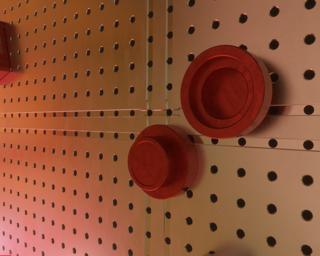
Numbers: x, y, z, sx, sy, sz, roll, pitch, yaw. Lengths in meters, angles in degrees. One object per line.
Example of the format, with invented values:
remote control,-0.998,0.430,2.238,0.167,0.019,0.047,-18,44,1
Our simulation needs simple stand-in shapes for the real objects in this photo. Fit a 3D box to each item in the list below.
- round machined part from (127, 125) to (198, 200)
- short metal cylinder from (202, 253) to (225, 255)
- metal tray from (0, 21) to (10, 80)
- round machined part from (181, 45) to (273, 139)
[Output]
round machined part,-0.004,0.044,0.402,0.098,0.042,0.097,0,90,40
short metal cylinder,0.055,0.189,0.348,0.080,0.050,0.079,0,90,40
metal tray,-0.398,-0.179,0.734,0.090,0.030,0.129,-21,77,38
round machined part,0.074,-0.037,0.337,0.098,0.042,0.097,0,90,40
